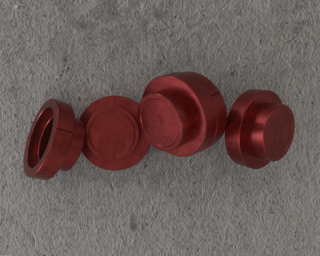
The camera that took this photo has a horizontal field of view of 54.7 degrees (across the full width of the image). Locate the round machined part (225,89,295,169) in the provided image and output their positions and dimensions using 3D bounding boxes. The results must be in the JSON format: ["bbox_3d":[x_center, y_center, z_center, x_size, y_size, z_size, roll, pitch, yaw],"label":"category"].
[{"bbox_3d":[0.127,0.003,0.376,0.099,0.042,0.097,-10,105,-38],"label":"round machined part"}]

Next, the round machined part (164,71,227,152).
[{"bbox_3d":[0.041,-0.022,0.384,0.042,0.098,0.098,-25,90,-42],"label":"round machined part"}]

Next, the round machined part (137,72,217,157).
[{"bbox_3d":[0.012,-0.012,0.355,0.042,0.098,0.098,-25,90,-42],"label":"round machined part"}]

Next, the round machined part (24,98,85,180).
[{"bbox_3d":[-0.128,0.016,0.382,0.042,0.098,0.098,20,90,-36],"label":"round machined part"}]

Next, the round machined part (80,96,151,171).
[{"bbox_3d":[-0.059,0.007,0.401,0.099,0.042,0.097,0,90,0],"label":"round machined part"}]
